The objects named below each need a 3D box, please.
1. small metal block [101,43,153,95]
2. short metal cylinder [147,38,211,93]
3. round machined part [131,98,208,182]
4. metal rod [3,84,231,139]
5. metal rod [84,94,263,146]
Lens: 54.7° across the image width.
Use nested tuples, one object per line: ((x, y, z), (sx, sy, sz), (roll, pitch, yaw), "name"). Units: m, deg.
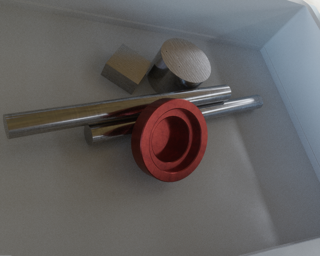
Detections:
((-0.046, -0.083, 0.433), (0.050, 0.025, 0.050), (33, 51, -7), "small metal block")
((0.028, -0.085, 0.458), (0.081, 0.050, 0.080), (14, 56, -21), "short metal cylinder")
((0.007, 0.012, 0.373), (0.099, 0.042, 0.097), (-7, 101, -35), "round machined part")
((-0.026, -0.027, 0.383), (0.303, 0.025, 0.025), (-12, 68, -33), "metal rod")
((0.041, -0.018, 0.440), (0.303, 0.025, 0.025), (-12, 68, -33), "metal rod")
